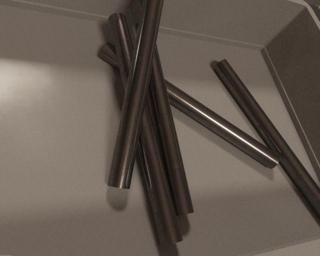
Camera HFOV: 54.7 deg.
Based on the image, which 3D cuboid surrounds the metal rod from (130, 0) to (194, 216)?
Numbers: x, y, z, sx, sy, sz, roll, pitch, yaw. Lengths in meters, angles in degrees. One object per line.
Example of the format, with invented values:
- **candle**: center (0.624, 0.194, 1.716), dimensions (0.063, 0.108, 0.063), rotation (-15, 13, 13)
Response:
- **metal rod**: center (-0.001, -0.039, 0.404), dimensions (0.025, 0.025, 0.299), rotation (-2, 70, -30)

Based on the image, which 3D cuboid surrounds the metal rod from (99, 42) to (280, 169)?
- **metal rod**: center (0.048, -0.029, 0.450), dimensions (0.301, 0.025, 0.025), rotation (33, 51, -7)

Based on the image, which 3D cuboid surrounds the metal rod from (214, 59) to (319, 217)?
- **metal rod**: center (0.180, 0.014, 0.496), dimensions (0.025, 0.025, 0.299), rotation (-22, 74, -36)

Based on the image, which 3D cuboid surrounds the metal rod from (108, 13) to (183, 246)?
- **metal rod**: center (-0.023, -0.012, 0.382), dimensions (0.025, 0.025, 0.299), rotation (-4, 70, -31)

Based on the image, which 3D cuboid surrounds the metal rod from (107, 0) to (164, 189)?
- **metal rod**: center (-0.021, -0.079, 0.368), dimensions (0.025, 0.025, 0.299), rotation (13, 80, -22)
